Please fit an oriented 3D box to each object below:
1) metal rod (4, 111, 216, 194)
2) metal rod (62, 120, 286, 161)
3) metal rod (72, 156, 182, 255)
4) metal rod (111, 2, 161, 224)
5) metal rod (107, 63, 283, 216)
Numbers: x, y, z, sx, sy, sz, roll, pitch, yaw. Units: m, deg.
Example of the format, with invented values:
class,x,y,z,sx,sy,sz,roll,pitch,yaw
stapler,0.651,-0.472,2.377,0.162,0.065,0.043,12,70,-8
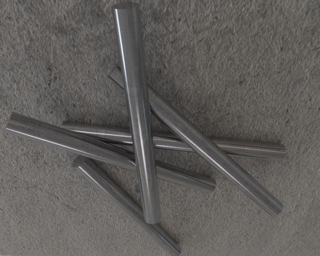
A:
class,x,y,z,sx,sy,sz,roll,pitch,yaw
metal rod,-0.045,0.042,0.416,0.302,0.025,0.025,21,127,-28
metal rod,0.022,0.019,0.422,0.302,0.025,0.025,6,130,-6
metal rod,-0.042,0.146,0.530,0.025,0.025,0.300,-23,127,18
metal rod,-0.021,0.010,0.368,0.025,0.025,0.298,-3,125,2
metal rod,0.057,0.024,0.398,0.301,0.025,0.025,40,120,-19
